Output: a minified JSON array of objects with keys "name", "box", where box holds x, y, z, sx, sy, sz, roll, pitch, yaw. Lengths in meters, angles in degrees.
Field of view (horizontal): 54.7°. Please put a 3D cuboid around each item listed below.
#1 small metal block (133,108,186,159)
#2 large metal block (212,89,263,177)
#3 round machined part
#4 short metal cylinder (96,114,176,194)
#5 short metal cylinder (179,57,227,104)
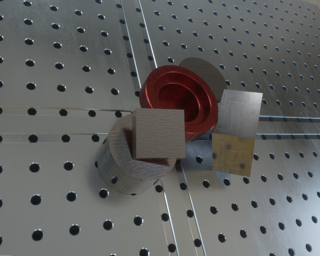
[{"name":"small metal block","box":[-0.002,0.007,0.322,0.050,0.025,0.050,1,80,-14]},{"name":"large metal block","box":[0.103,0.007,0.416,0.050,0.080,0.080,9,50,18]},{"name":"round machined part","box":[0.020,-0.027,0.386,0.099,0.042,0.098,14,56,-21]},{"name":"short metal cylinder","box":[-0.027,0.030,0.358,0.081,0.050,0.080,14,56,-21]},{"name":"short metal cylinder","box":[0.050,-0.056,0.453,0.081,0.050,0.080,14,56,-21]}]
